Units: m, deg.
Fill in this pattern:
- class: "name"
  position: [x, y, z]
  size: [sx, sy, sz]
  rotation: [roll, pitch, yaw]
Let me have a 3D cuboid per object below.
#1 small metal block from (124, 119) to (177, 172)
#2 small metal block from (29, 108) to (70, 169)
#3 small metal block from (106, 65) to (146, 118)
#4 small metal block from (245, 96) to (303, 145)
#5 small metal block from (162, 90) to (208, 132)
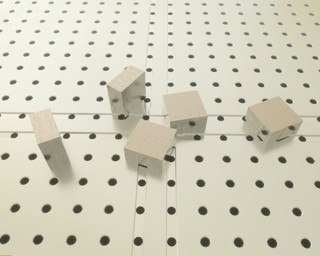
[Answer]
- class: "small metal block"
  position: [-0.011, 0.021, 0.390]
  size: [0.050, 0.025, 0.050]
  rotation: [17, 52, 14]
- class: "small metal block"
  position: [-0.135, 0.013, 0.380]
  size: [0.025, 0.050, 0.050]
  rotation: [-20, 53, -16]
- class: "small metal block"
  position: [-0.045, -0.051, 0.435]
  size: [0.025, 0.050, 0.050]
  rotation: [28, 56, 22]
- class: "small metal block"
  position: [0.152, -0.011, 0.418]
  size: [0.050, 0.025, 0.050]
  rotation: [-19, 53, -16]
- class: "small metal block"
  position: [0.033, -0.023, 0.427]
  size: [0.050, 0.025, 0.050]
  rotation: [-9, 51, -7]
